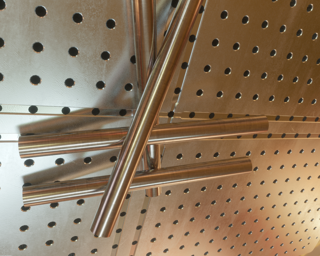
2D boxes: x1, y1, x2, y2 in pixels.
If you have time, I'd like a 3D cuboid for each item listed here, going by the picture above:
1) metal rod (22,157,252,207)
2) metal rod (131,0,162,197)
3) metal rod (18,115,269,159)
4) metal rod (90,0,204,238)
[{"bbox_3d":[-0.018,0.068,0.412,0.302,0.025,0.025,-6,122,-15],"label":"metal rod"},{"bbox_3d":[-0.014,-0.032,0.383,0.025,0.025,0.298,-15,125,-20],"label":"metal rod"},{"bbox_3d":[-0.007,0.008,0.378,0.302,0.025,0.025,-5,121,-14],"label":"metal rod"},{"bbox_3d":[-0.013,-0.021,0.344,0.025,0.025,0.299,19,94,-36],"label":"metal rod"}]
